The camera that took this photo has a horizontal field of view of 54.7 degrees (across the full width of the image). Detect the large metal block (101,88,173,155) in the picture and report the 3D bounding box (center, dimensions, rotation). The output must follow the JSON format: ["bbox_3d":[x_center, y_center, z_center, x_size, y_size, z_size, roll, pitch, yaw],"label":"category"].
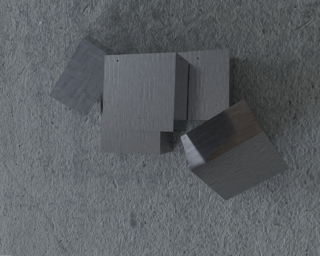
[{"bbox_3d":[-0.029,-0.009,0.404,0.080,0.050,0.079,0,90,19],"label":"large metal block"}]

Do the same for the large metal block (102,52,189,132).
[{"bbox_3d":[-0.015,-0.038,0.346,0.080,0.050,0.079,2,91,19],"label":"large metal block"}]

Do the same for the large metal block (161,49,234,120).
[{"bbox_3d":[0.047,-0.049,0.380,0.080,0.050,0.079,0,90,19],"label":"large metal block"}]

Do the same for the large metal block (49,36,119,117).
[{"bbox_3d":[-0.095,-0.071,0.406,0.050,0.080,0.080,31,102,-17],"label":"large metal block"}]

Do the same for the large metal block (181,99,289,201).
[{"bbox_3d":[0.083,0.027,0.344,0.080,0.080,0.050,-33,42,17],"label":"large metal block"}]
